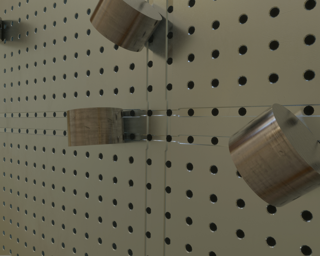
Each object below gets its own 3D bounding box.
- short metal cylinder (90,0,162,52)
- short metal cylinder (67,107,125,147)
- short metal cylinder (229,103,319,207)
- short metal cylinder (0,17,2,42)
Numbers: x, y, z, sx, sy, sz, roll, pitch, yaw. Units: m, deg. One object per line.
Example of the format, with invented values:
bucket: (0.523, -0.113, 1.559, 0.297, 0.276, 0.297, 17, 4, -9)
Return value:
short metal cylinder: (-0.045, -0.146, 0.410, 0.050, 0.081, 0.080, -52, 60, 27)
short metal cylinder: (-0.093, 0.000, 0.450, 0.080, 0.081, 0.050, -6, 87, 40)
short metal cylinder: (0.110, 0.024, 0.283, 0.050, 0.081, 0.080, -43, 64, 32)
short metal cylinder: (-0.408, -0.231, 0.710, 0.080, 0.081, 0.050, 4, 93, 40)
